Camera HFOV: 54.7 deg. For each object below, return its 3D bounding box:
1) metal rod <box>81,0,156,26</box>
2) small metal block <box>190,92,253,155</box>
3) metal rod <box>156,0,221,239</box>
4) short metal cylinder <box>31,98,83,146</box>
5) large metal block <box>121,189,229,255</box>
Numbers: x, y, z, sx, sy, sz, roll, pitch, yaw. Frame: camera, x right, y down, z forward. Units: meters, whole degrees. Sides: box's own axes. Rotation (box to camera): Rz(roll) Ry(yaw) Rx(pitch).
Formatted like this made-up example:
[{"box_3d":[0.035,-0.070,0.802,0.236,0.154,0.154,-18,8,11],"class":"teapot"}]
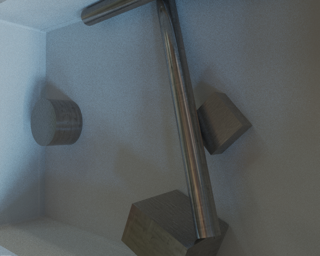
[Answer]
[{"box_3d":[-0.007,-0.169,0.375,0.300,0.025,0.025,2,91,45],"class":"metal rod"},{"box_3d":[0.066,-0.005,0.351,0.050,0.025,0.050,-49,62,28],"class":"small metal block"},{"box_3d":[0.027,-0.032,0.354,0.025,0.025,0.299,-23,67,37],"class":"metal rod"},{"box_3d":[-0.179,-0.010,0.535,0.080,0.050,0.079,0,90,39],"class":"short metal cylinder"},{"box_3d":[0.017,0.120,0.354,0.080,0.081,0.050,29,111,36],"class":"large metal block"}]
